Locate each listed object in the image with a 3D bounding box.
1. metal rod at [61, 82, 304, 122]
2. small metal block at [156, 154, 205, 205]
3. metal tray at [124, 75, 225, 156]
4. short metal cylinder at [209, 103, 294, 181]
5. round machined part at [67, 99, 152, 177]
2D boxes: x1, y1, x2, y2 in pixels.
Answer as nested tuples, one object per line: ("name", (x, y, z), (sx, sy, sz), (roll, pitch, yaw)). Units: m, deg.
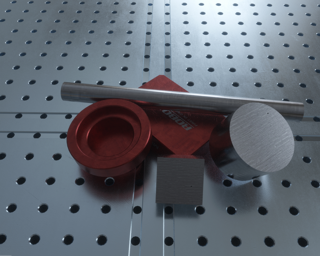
("metal rod", (0.025, -0.034, 0.395), (0.302, 0.025, 0.025), (5, 50, 4))
("small metal block", (0.022, 0.056, 0.343), (0.050, 0.025, 0.050), (2, 93, 1))
("metal tray", (0.015, -0.012, 0.416), (0.091, 0.030, 0.130), (-36, 59, -27))
("short metal cylinder", (0.105, 0.017, 0.358), (0.081, 0.050, 0.080), (6, 68, -16))
("round machined part", (-0.058, 0.015, 0.377), (0.099, 0.042, 0.098), (-2, 56, 4))
